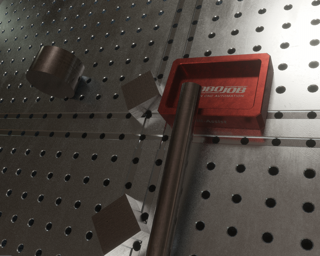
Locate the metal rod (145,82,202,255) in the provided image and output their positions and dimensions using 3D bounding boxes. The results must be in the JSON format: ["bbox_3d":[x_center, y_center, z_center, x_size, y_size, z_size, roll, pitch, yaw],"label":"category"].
[{"bbox_3d":[0.007,0.089,0.327,0.025,0.025,0.299,2,69,29],"label":"metal rod"}]

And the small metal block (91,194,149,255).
[{"bbox_3d":[-0.046,0.114,0.361,0.050,0.025,0.050,-35,51,4],"label":"small metal block"}]

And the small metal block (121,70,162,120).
[{"bbox_3d":[-0.024,-0.048,0.449,0.050,0.025,0.050,-28,52,10],"label":"small metal block"}]

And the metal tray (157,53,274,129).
[{"bbox_3d":[0.070,-0.048,0.396,0.130,0.030,0.090,3,63,29],"label":"metal tray"}]

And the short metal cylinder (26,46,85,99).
[{"bbox_3d":[-0.173,-0.091,0.518,0.080,0.080,0.050,1,63,28],"label":"short metal cylinder"}]
